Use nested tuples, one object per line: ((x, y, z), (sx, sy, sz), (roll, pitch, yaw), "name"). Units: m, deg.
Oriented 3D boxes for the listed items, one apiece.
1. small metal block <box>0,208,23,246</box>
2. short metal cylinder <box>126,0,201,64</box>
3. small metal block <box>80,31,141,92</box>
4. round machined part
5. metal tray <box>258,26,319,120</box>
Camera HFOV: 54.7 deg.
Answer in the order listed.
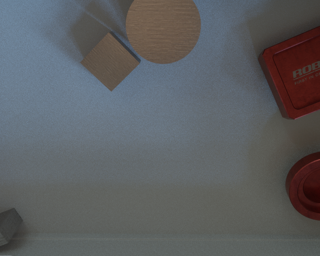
((-0.238, 0.148, 0.449), (0.050, 0.050, 0.025), (-21, 109, 7), "small metal block")
((0.004, -0.117, 0.355), (0.081, 0.050, 0.079), (0, 110, -1), "short metal cylinder")
((-0.060, -0.082, 0.380), (0.050, 0.025, 0.050), (-42, 105, 13), "small metal block")
((0.225, 0.075, 0.429), (0.099, 0.042, 0.097), (2, 111, 6), "round machined part")
((0.197, -0.074, 0.368), (0.130, 0.030, 0.090), (-22, 89, 7), "metal tray")
